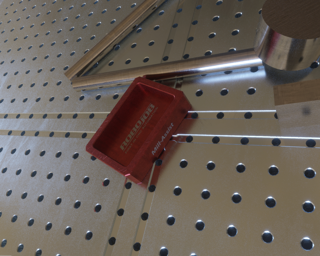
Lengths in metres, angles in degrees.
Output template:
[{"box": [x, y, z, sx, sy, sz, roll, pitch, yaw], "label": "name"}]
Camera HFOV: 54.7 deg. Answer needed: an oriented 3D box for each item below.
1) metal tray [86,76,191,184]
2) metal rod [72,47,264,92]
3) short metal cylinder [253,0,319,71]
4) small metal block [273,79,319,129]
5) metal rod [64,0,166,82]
[{"box": [-0.030, -0.002, 0.419, 0.090, 0.030, 0.130, 25, 75, 36], "label": "metal tray"}, {"box": [-0.005, -0.082, 0.459, 0.301, 0.025, 0.025, -4, 60, 25], "label": "metal rod"}, {"box": [0.156, -0.114, 0.365, 0.080, 0.050, 0.080, -2, 59, 3], "label": "short metal cylinder"}, {"box": [0.151, -0.024, 0.328, 0.050, 0.050, 0.025, -7, 59, 24], "label": "small metal block"}, {"box": [-0.050, -0.189, 0.548, 0.300, 0.025, 0.025, -43, 51, -2], "label": "metal rod"}]
